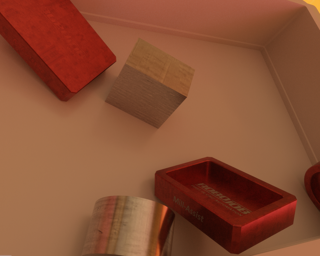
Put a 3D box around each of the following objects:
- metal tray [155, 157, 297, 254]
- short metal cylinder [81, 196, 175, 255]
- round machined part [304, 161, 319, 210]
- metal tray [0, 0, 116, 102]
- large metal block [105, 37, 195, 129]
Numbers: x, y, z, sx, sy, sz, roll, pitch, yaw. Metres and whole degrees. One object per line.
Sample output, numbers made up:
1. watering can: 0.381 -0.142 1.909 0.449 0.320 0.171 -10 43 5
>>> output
1. metal tray: 0.065 0.074 0.339 0.091 0.130 0.030 -11 111 -33
2. short metal cylinder: -0.028 0.104 0.293 0.080 0.080 0.050 21 54 -17
3. round machined part: 0.264 0.088 0.446 0.042 0.098 0.098 -26 76 -20
4. metal tray: -0.126 -0.109 0.379 0.130 0.030 0.090 50 50 -14
5. large metal block: -0.014 -0.054 0.397 0.080 0.080 0.050 27 52 -12
